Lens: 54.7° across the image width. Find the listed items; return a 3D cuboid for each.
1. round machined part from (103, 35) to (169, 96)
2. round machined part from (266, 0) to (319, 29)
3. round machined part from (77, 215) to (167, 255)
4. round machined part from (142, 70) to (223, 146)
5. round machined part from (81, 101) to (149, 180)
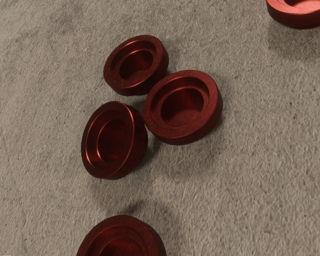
[{"bbox_3d":[-0.031,-0.087,0.462,0.098,0.042,0.098,-13,56,20],"label":"round machined part"},{"bbox_3d":[0.189,-0.166,0.396,0.098,0.042,0.098,-13,56,20],"label":"round machined part"},{"bbox_3d":[-0.037,0.145,0.322,0.098,0.042,0.098,-13,56,20],"label":"round machined part"},{"bbox_3d":[0.031,-0.021,0.389,0.098,0.042,0.098,-13,56,20],"label":"round machined part"},{"bbox_3d":[-0.054,0.018,0.396,0.098,0.042,0.098,-14,68,37],"label":"round machined part"}]
